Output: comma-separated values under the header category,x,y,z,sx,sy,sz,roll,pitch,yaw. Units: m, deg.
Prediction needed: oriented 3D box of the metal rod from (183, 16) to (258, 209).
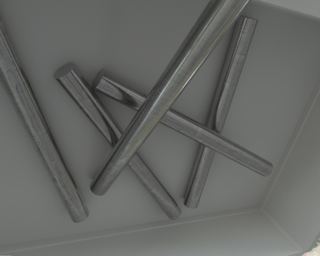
category,x,y,z,sx,sy,sz,roll,pitch,yaw
metal rod,0.080,-0.006,0.448,0.025,0.025,0.298,-2,119,-28

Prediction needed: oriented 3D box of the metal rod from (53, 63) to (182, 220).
category,x,y,z,sx,sy,sz,roll,pitch,yaw
metal rod,-0.037,0.040,0.412,0.025,0.025,0.299,-36,129,-5

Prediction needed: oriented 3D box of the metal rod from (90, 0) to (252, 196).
category,x,y,z,sx,sy,sz,roll,pitch,yaw
metal rod,-0.013,-0.010,0.318,0.025,0.025,0.298,6,140,-31

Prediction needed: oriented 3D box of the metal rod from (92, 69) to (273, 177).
category,x,y,z,sx,sy,sz,roll,pitch,yaw
metal rod,0.049,0.005,0.412,0.301,0.025,0.025,27,104,-29

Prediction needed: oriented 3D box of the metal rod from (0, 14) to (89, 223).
category,x,y,z,sx,sy,sz,roll,pitch,yaw
metal rod,-0.132,0.000,0.335,0.025,0.025,0.298,-22,127,-15
